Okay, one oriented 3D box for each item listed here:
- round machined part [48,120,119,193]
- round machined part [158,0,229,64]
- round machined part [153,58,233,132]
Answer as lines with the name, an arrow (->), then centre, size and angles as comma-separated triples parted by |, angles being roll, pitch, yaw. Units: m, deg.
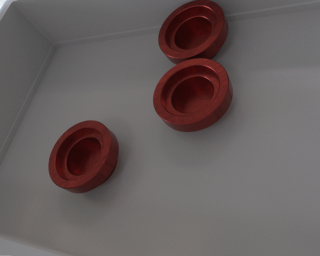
round machined part -> -0.098, 0.042, 0.421 | 0.098, 0.042, 0.098 | -13, 56, 21
round machined part -> 0.051, -0.130, 0.444 | 0.098, 0.042, 0.098 | -12, 62, 24
round machined part -> 0.044, -0.037, 0.394 | 0.098, 0.042, 0.098 | -13, 56, 21
